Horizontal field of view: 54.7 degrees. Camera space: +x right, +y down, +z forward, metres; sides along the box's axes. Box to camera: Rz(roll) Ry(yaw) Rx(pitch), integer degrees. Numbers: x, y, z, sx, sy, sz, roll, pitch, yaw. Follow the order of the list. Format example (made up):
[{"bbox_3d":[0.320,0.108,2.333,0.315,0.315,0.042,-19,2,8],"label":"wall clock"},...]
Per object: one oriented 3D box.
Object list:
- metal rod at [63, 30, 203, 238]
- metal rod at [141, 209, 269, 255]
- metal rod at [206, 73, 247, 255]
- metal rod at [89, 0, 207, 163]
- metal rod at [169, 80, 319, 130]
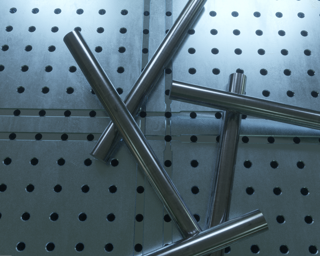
[{"bbox_3d":[-0.036,0.006,0.385,0.025,0.025,0.299,-31,82,-11],"label":"metal rod"},{"bbox_3d":[-0.027,0.156,0.337,0.302,0.025,0.025,-21,72,-2],"label":"metal rod"},{"bbox_3d":[0.080,0.066,0.388,0.025,0.025,0.299,11,70,4],"label":"metal rod"},{"bbox_3d":[-0.008,-0.084,0.442,0.025,0.025,0.300,27,72,9],"label":"metal rod"},{"bbox_3d":[0.161,-0.019,0.401,0.302,0.025,0.025,11,70,-4],"label":"metal rod"}]
